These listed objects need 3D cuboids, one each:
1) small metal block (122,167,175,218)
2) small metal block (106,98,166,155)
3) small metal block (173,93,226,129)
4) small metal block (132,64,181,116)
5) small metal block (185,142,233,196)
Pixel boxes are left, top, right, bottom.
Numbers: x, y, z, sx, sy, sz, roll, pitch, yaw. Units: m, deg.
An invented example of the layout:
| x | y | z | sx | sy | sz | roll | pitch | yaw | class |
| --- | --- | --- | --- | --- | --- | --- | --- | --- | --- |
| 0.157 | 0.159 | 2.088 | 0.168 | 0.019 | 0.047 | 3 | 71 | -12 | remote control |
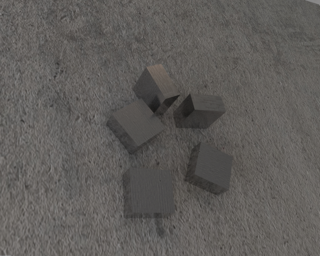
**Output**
| x | y | z | sx | sy | sz | roll | pitch | yaw | class |
| --- | --- | --- | --- | --- | --- | --- | --- | --- | --- |
| -0.014 | 0.074 | 0.351 | 0.050 | 0.025 | 0.050 | 8 | 58 | -24 | small metal block |
| -0.030 | -0.003 | 0.389 | 0.050 | 0.025 | 0.050 | -34 | 81 | -38 | small metal block |
| 0.054 | -0.022 | 0.430 | 0.050 | 0.050 | 0.025 | 2 | 61 | -27 | small metal block |
| -0.006 | -0.049 | 0.414 | 0.025 | 0.050 | 0.050 | -20 | 73 | -36 | small metal block |
| 0.065 | 0.053 | 0.406 | 0.050 | 0.025 | 0.050 | 26 | 53 | -12 | small metal block |
